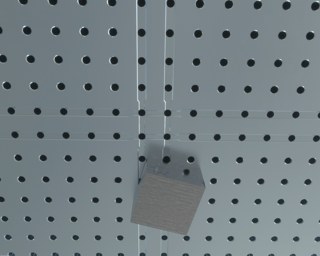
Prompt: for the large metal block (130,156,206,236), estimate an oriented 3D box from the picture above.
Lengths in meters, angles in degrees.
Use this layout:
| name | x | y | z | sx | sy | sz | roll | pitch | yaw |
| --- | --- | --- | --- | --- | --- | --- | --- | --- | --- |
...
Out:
| name | x | y | z | sx | sy | sz | roll | pitch | yaw |
| --- | --- | --- | --- | --- | --- | --- | --- | --- | --- |
| large metal block | 0.009 | 0.094 | 0.435 | 0.080 | 0.050 | 0.079 | 15 | 109 | -6 |
